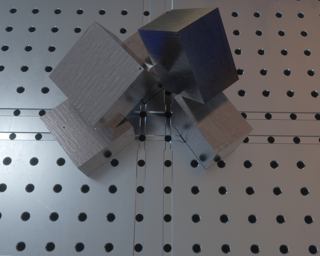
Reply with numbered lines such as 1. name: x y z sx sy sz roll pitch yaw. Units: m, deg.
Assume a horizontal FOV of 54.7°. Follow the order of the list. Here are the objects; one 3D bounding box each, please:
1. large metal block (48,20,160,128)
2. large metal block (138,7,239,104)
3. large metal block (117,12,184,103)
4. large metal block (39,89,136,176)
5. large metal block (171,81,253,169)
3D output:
1. large metal block: -0.062 -0.057 0.349 0.080 0.050 0.080 46 101 14
2. large metal block: 0.030 -0.081 0.337 0.050 0.080 0.080 -36 32 -17
3. large metal block: -0.008 -0.091 0.414 0.080 0.080 0.050 -40 75 -13
4. large metal block: -0.089 0.001 0.396 0.080 0.050 0.080 -38 75 -13
5. large metal block: 0.059 -0.003 0.383 0.050 0.080 0.080 -32 74 -11
